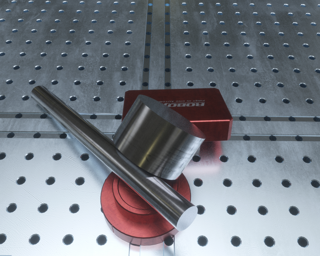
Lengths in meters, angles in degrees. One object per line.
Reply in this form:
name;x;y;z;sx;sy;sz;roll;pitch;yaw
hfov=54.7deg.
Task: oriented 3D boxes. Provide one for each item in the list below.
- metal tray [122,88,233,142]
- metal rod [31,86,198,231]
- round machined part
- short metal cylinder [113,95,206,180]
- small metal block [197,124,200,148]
metal tray;0.019;-0.018;0.403;0.131;0.030;0.090;-2;32;-2
metal rod;-0.076;0.013;0.354;0.025;0.025;0.300;-35;46;-26
round machined part;-0.015;0.071;0.336;0.099;0.042;0.098;0;50;0
short metal cylinder;-0.001;0.008;0.318;0.080;0.080;0.050;39;104;27
small metal block;0.023;0.004;0.405;0.050;0.025;0.050;-7;51;-7
